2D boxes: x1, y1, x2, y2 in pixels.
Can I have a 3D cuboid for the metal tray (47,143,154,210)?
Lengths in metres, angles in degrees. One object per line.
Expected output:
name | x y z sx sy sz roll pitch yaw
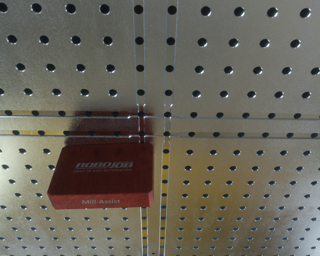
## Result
metal tray | -0.074 0.063 0.421 0.131 0.090 0.030 -2 130 1
